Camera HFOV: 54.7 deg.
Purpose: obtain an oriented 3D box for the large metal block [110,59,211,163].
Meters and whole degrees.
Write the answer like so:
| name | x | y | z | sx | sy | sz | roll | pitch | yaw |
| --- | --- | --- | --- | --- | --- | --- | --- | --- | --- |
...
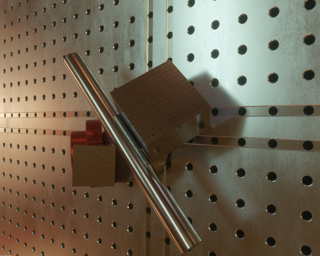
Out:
| name | x | y | z | sx | sy | sz | roll | pitch | yaw |
| --- | --- | --- | --- | --- | --- | --- | --- | --- | --- |
| large metal block | 0.001 | -0.020 | 0.359 | 0.080 | 0.050 | 0.080 | -31 | 63 | -11 |

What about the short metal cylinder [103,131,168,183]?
| name | x | y | z | sx | sy | sz | roll | pitch | yaw |
| --- | --- | --- | --- | --- | --- | --- | --- | --- | --- |
| short metal cylinder | -0.036 | 0.031 | 0.418 | 0.080 | 0.050 | 0.079 | 0 | 90 | 40 |

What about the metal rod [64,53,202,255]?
| name | x | y | z | sx | sy | sz | roll | pitch | yaw |
| --- | --- | --- | --- | --- | --- | --- | --- | --- | --- |
| metal rod | -0.047 | 0.012 | 0.378 | 0.025 | 0.025 | 0.300 | -51 | 61 | 28 |

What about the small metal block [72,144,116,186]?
| name | x | y | z | sx | sy | sz | roll | pitch | yaw |
| --- | --- | --- | --- | --- | --- | --- | --- | --- | --- |
| small metal block | -0.082 | 0.046 | 0.388 | 0.025 | 0.050 | 0.050 | -166 | 78 | -80 |

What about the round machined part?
| name | x | y | z | sx | sy | sz | roll | pitch | yaw |
| --- | --- | --- | --- | --- | --- | --- | --- | --- | --- |
| round machined part | -0.104 | 0.037 | 0.446 | 0.098 | 0.042 | 0.097 | 177 | 89 | -78 |
